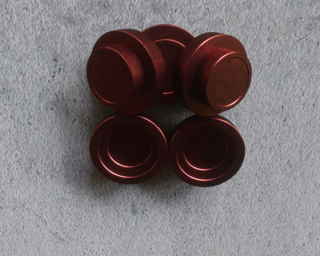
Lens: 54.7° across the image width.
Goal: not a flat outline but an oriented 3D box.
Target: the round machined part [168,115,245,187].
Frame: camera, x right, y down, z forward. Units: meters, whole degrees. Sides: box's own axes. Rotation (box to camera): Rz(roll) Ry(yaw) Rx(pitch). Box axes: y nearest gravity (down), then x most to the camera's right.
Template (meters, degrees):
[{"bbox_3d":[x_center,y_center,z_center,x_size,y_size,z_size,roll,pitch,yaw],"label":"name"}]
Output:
[{"bbox_3d":[0.059,0.026,0.412,0.099,0.042,0.097,0,110,-1],"label":"round machined part"}]

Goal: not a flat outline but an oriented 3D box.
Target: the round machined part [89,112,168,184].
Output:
[{"bbox_3d":[-0.040,0.022,0.409,0.099,0.042,0.097,0,110,-1],"label":"round machined part"}]

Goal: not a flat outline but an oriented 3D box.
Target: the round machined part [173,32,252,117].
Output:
[{"bbox_3d":[0.067,-0.058,0.358,0.099,0.042,0.097,-15,120,-28],"label":"round machined part"}]

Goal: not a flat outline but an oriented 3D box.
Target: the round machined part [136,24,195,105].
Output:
[{"bbox_3d":[0.006,-0.074,0.374,0.099,0.042,0.097,0,110,-1],"label":"round machined part"}]

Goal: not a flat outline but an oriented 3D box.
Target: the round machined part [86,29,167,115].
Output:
[{"bbox_3d":[-0.045,-0.061,0.353,0.098,0.042,0.097,14,118,30],"label":"round machined part"}]
